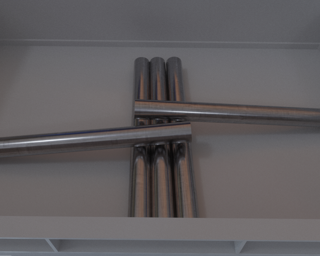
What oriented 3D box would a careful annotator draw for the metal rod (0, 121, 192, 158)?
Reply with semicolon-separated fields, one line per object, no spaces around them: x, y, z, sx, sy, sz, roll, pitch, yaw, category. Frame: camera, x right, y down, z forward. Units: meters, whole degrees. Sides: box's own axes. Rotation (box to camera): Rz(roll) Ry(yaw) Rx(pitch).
-0.114;0.017;0.367;0.302;0.025;0.025;-5;50;3;metal rod

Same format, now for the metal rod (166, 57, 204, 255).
0.026;0.012;0.394;0.025;0.025;0.300;-1;50;-1;metal rod

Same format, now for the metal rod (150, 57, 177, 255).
0.000;0.012;0.393;0.025;0.025;0.300;-1;50;-1;metal rod

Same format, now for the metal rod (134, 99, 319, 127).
0.119;-0.017;0.397;0.302;0.025;0.025;2;50;-7;metal rod

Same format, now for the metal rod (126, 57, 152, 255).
-0.024;0.013;0.392;0.025;0.025;0.300;-1;50;-1;metal rod
